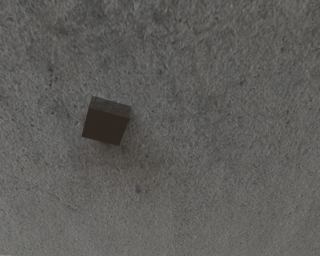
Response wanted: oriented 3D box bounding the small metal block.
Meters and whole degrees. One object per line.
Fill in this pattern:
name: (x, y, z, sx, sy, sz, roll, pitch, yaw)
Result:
small metal block: (-0.069, -0.008, 0.399, 0.050, 0.025, 0.050, 15, 129, -13)
